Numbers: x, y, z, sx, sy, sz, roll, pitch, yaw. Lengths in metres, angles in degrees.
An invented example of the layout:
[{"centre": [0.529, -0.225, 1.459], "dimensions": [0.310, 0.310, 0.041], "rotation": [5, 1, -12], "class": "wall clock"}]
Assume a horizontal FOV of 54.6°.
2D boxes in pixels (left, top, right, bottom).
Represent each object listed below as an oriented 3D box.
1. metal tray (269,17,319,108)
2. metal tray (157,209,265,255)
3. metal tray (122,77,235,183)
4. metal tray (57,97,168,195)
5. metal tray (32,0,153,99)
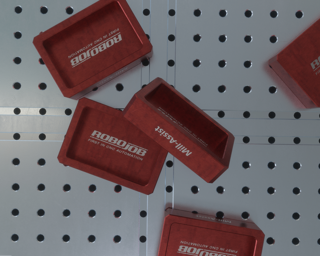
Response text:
[{"centre": [0.226, -0.099, 0.412], "dimensions": [0.130, 0.030, 0.090], "rotation": [-41, 90, 0], "class": "metal tray"}, {"centre": [0.063, 0.165, 0.411], "dimensions": [0.131, 0.030, 0.090], "rotation": [10, 90, 0], "class": "metal tray"}, {"centre": [0.028, -0.002, 0.379], "dimensions": [0.130, 0.090, 0.030], "rotation": [38, 118, 0], "class": "metal tray"}, {"centre": [-0.056, 0.023, 0.410], "dimensions": [0.131, 0.030, 0.090], "rotation": [20, 90, 0], "class": "metal tray"}, {"centre": [-0.086, -0.107, 0.410], "dimensions": [0.130, 0.030, 0.090], "rotation": [-30, 90, 0], "class": "metal tray"}]
